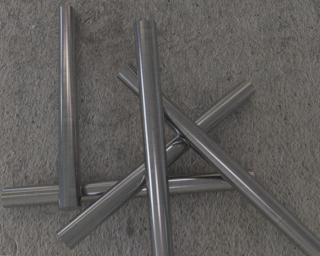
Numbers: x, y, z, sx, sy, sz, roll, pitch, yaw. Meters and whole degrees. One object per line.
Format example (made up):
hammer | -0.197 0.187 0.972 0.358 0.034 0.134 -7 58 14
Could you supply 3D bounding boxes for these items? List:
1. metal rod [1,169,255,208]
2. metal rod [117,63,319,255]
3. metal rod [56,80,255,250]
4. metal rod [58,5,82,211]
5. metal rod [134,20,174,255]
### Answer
metal rod | -0.036 0.074 0.380 0.302 0.025 0.025 -4 70 -2
metal rod | 0.067 0.035 0.360 0.300 0.025 0.025 43 75 3
metal rod | 0.011 0.031 0.376 0.301 0.025 0.025 -38 74 -21
metal rod | -0.121 -0.044 0.408 0.025 0.025 0.299 -8 65 -3
metal rod | -0.005 0.035 0.340 0.025 0.025 0.298 -4 91 -2
